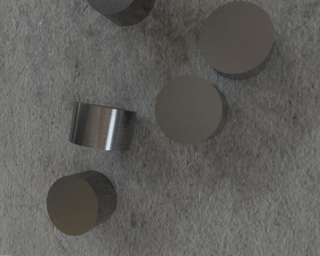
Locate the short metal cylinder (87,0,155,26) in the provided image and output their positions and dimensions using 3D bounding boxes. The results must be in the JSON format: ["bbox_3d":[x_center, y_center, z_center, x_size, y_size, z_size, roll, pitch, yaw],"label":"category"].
[{"bbox_3d":[-0.052,-0.183,0.413,0.080,0.050,0.079,0,90,19],"label":"short metal cylinder"}]

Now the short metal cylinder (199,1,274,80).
[{"bbox_3d":[0.091,-0.099,0.363,0.080,0.050,0.079,0,90,19],"label":"short metal cylinder"}]

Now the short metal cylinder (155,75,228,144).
[{"bbox_3d":[0.040,-0.021,0.381,0.080,0.050,0.079,0,90,19],"label":"short metal cylinder"}]

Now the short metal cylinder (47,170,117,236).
[{"bbox_3d":[-0.108,0.103,0.433,0.080,0.050,0.079,0,90,19],"label":"short metal cylinder"}]

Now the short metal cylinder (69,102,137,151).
[{"bbox_3d":[-0.074,-0.003,0.405,0.080,0.080,0.050,11,94,19],"label":"short metal cylinder"}]
